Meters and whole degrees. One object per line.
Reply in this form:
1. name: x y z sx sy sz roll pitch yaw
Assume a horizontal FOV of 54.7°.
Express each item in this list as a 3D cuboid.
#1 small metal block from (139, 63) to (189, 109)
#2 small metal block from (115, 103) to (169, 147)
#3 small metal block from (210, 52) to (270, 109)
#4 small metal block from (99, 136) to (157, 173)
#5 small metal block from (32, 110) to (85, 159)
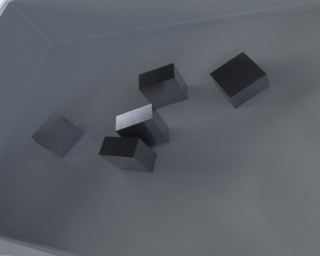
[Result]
1. small metal block: 0.005 -0.055 0.420 0.050 0.050 0.025 -15 56 19
2. small metal block: -0.022 0.001 0.397 0.050 0.050 0.025 -19 47 17
3. small metal block: 0.100 -0.061 0.390 0.050 0.025 0.050 -34 52 5
4. small metal block: -0.039 0.034 0.388 0.050 0.050 0.025 1 63 28
5. small metal block: -0.150 0.010 0.460 0.025 0.050 0.050 33 80 38
